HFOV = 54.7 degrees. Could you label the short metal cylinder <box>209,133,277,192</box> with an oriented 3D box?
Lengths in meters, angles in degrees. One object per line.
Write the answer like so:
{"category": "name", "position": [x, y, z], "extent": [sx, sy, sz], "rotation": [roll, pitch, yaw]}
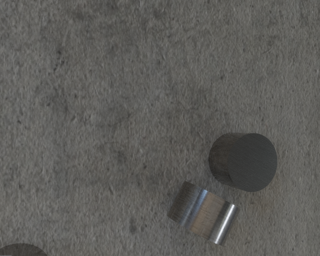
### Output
{"category": "short metal cylinder", "position": [0.117, 0.047, 0.441], "extent": [0.081, 0.050, 0.079], "rotation": [0, 90, -21]}

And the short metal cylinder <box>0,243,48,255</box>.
{"category": "short metal cylinder", "position": [-0.159, 0.175, 0.338], "extent": [0.081, 0.050, 0.079], "rotation": [0, 90, -21]}

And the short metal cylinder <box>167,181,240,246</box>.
{"category": "short metal cylinder", "position": [0.056, 0.110, 0.402], "extent": [0.080, 0.080, 0.050], "rotation": [31, 80, -18]}
